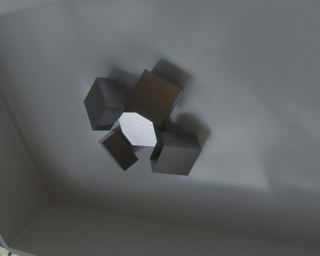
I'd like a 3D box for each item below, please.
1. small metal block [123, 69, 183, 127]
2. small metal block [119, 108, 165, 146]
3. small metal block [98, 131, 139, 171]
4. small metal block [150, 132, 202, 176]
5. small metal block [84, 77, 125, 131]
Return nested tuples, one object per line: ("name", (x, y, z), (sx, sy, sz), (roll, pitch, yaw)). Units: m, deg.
("small metal block", (-0.007, -0.035, 0.373), (0.050, 0.025, 0.050), (31, 91, 8))
("small metal block", (-0.024, -0.004, 0.416), (0.050, 0.025, 0.050), (2, 119, 27))
("small metal block", (-0.061, 0.032, 0.443), (0.050, 0.025, 0.050), (53, 166, -10))
("small metal block", (0.019, 0.035, 0.403), (0.050, 0.025, 0.050), (8, 130, -18))
("small metal block", (-0.075, -0.031, 0.410), (0.050, 0.025, 0.050), (-50, 52, 40))
